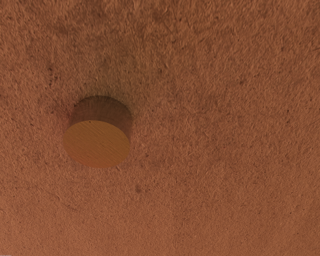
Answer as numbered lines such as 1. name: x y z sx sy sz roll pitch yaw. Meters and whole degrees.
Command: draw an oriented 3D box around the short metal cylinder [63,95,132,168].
1. short metal cylinder: -0.077 0.006 0.395 0.080 0.050 0.080 0 130 0
